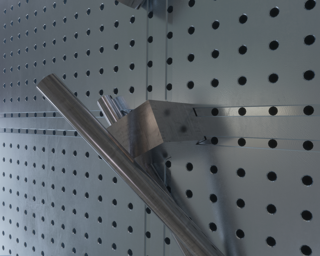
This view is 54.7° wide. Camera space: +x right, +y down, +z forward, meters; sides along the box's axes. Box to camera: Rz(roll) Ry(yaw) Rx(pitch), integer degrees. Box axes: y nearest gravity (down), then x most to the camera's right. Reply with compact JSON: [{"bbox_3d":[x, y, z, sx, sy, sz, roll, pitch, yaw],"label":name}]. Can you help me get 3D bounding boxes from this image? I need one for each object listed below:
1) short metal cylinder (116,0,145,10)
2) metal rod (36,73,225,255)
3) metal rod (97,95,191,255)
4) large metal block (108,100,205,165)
[{"bbox_3d":[-0.049,-0.203,0.414,0.080,0.081,0.050,49,119,28],"label":"short metal cylinder"},{"bbox_3d":[-0.021,0.060,0.339,0.300,0.025,0.025,47,122,-3],"label":"metal rod"},{"bbox_3d":[-0.011,0.072,0.418,0.025,0.025,0.299,-48,62,29],"label":"metal rod"},{"bbox_3d":[-0.006,0.008,0.379,0.080,0.081,0.050,-31,71,36],"label":"large metal block"}]
